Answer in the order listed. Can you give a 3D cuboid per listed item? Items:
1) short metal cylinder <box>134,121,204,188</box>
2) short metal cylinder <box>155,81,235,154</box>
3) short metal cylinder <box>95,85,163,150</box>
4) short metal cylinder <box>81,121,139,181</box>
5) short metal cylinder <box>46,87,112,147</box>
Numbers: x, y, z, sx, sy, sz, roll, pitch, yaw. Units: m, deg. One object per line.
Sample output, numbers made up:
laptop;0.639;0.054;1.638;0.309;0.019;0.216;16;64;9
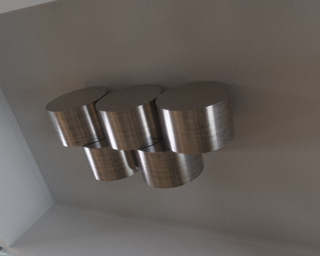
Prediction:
short metal cylinder;0.011;0.030;0.384;0.080;0.080;0.050;1;119;28
short metal cylinder;0.039;-0.014;0.342;0.080;0.080;0.050;2;119;27
short metal cylinder;-0.032;-0.015;0.379;0.080;0.080;0.050;1;119;28
short metal cylinder;-0.062;0.028;0.421;0.080;0.080;0.050;1;119;28
short metal cylinder;-0.104;-0.017;0.415;0.080;0.080;0.050;1;119;28
